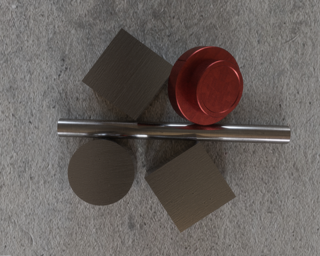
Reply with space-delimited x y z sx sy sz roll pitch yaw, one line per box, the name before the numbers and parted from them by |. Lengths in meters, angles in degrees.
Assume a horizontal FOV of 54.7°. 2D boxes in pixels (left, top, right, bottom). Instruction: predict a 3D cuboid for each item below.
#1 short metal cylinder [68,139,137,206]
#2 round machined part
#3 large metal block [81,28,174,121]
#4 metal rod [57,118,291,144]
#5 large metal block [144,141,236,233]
short metal cylinder | -0.071 0.054 0.398 0.081 0.050 0.079 0 90 -1
round machined part | 0.062 -0.050 0.380 0.099 0.042 0.097 -8 108 -26
large metal block | -0.038 -0.065 0.396 0.080 0.050 0.080 37 90 -1
metal rod | 0.019 0.004 0.412 0.302 0.025 0.025 2 90 -1
large metal block | 0.037 0.072 0.399 0.080 0.050 0.080 -33 90 0
